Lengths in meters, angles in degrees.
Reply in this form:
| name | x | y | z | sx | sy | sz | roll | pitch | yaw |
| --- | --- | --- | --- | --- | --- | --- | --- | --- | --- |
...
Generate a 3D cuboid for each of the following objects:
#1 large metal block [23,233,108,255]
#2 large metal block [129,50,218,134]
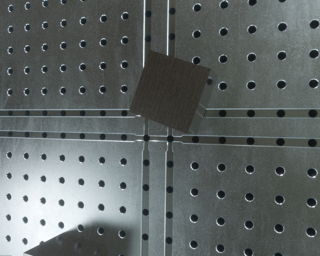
| name | x | y | z | sx | sy | sz | roll | pitch | yaw |
| --- | --- | --- | --- | --- | --- | --- | --- | --- | --- |
| large metal block | -0.130 | 0.192 | 0.430 | 0.080 | 0.080 | 0.050 | 7 | 93 | 20 |
| large metal block | 0.018 | -0.044 | 0.393 | 0.080 | 0.050 | 0.080 | 22 | 97 | 18 |
